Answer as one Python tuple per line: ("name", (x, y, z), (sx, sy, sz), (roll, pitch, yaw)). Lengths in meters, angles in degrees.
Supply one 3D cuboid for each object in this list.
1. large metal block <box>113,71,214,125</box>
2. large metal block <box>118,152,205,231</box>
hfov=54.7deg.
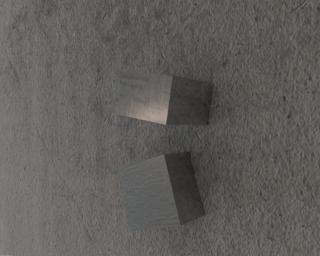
("large metal block", (0.005, -0.035, 0.365), (0.080, 0.081, 0.050), (13, 99, 39))
("large metal block", (0.000, 0.079, 0.389), (0.080, 0.050, 0.080), (-21, 77, 38))
